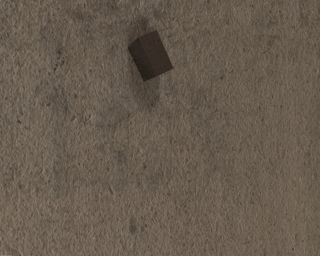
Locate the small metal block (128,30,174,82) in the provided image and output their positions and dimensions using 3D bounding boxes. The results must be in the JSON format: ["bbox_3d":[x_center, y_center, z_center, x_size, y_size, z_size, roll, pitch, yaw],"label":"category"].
[{"bbox_3d":[-0.013,-0.089,0.392,0.025,0.050,0.050,-28,100,-18],"label":"small metal block"}]
